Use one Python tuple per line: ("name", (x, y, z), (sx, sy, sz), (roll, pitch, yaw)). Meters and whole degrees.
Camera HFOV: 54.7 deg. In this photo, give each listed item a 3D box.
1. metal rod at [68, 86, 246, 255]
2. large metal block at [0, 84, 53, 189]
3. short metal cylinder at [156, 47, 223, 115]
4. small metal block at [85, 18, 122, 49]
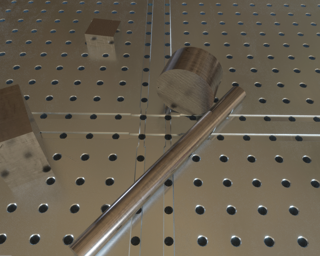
("metal rod", (0.017, 0.037, 0.376), (0.025, 0.025, 0.302), (33, 57, 24))
("large metal block", (-0.170, 0.010, 0.361), (0.050, 0.080, 0.080), (-21, 53, -17))
("short metal cylinder", (0.041, -0.063, 0.426), (0.080, 0.080, 0.050), (16, 52, 13))
("small metal block", (-0.099, -0.167, 0.547), (0.050, 0.025, 0.050), (8, 50, 6))
